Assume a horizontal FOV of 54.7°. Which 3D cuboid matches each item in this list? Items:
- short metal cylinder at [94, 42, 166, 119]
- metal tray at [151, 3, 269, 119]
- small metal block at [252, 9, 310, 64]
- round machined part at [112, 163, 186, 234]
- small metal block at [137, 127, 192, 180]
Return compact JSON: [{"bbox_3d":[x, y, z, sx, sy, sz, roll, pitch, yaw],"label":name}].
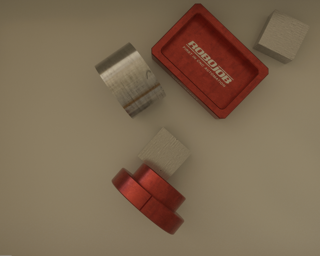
[{"bbox_3d":[-0.036,-0.058,0.383,0.050,0.080,0.080,-35,90,0],"label":"short metal cylinder"},{"bbox_3d":[0.064,-0.086,0.409,0.130,0.030,0.090,44,90,-1],"label":"metal tray"},{"bbox_3d":[0.161,-0.121,0.414,0.050,0.025,0.050,26,90,-1],"label":"small metal block"},{"bbox_3d":[-0.008,0.079,0.375,0.098,0.098,0.042,41,83,-1],"label":"round machined part"},{"bbox_3d":[0.006,0.034,0.411,0.050,0.025,0.050,42,88,-1],"label":"small metal block"}]
